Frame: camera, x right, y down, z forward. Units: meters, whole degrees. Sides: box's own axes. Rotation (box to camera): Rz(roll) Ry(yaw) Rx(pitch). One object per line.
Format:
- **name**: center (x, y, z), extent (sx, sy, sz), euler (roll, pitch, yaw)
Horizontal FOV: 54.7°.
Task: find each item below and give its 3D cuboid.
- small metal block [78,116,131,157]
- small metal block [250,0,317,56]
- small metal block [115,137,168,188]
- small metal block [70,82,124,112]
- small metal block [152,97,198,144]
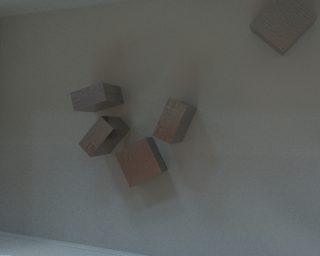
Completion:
- **small metal block**: center (-0.075, 0.011, 0.424), extent (0.025, 0.050, 0.050), euler (45, 104, 14)
- **small metal block**: center (0.142, -0.121, 0.360), extent (0.050, 0.025, 0.050), euler (45, 104, 14)
- **small metal block**: center (-0.025, 0.046, 0.419), extent (0.050, 0.025, 0.050), euler (-29, 81, 17)
- **small metal block**: center (-0.086, -0.041, 0.427), extent (0.050, 0.050, 0.025), euler (-15, 85, 19)
- **small metal block**: center (0.020, -0.009, 0.390), extent (0.025, 0.050, 0.050), euler (26, 99, 18)
